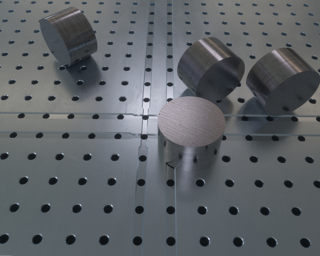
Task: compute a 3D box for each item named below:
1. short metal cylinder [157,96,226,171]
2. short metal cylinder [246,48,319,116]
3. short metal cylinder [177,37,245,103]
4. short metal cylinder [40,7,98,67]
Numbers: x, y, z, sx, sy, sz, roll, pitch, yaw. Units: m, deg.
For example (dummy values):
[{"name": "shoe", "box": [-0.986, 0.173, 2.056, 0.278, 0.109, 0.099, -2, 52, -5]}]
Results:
[{"name": "short metal cylinder", "box": [0.037, 0.006, 0.386, 0.081, 0.050, 0.080, 0, 50, 0]}, {"name": "short metal cylinder", "box": [0.167, -0.062, 0.425, 0.081, 0.080, 0.050, -15, 52, -12]}, {"name": "short metal cylinder", "box": [0.072, -0.081, 0.440, 0.081, 0.080, 0.050, -22, 54, -18]}, {"name": "short metal cylinder", "box": [-0.145, -0.144, 0.492, 0.050, 0.080, 0.080, -36, 59, -26]}]
